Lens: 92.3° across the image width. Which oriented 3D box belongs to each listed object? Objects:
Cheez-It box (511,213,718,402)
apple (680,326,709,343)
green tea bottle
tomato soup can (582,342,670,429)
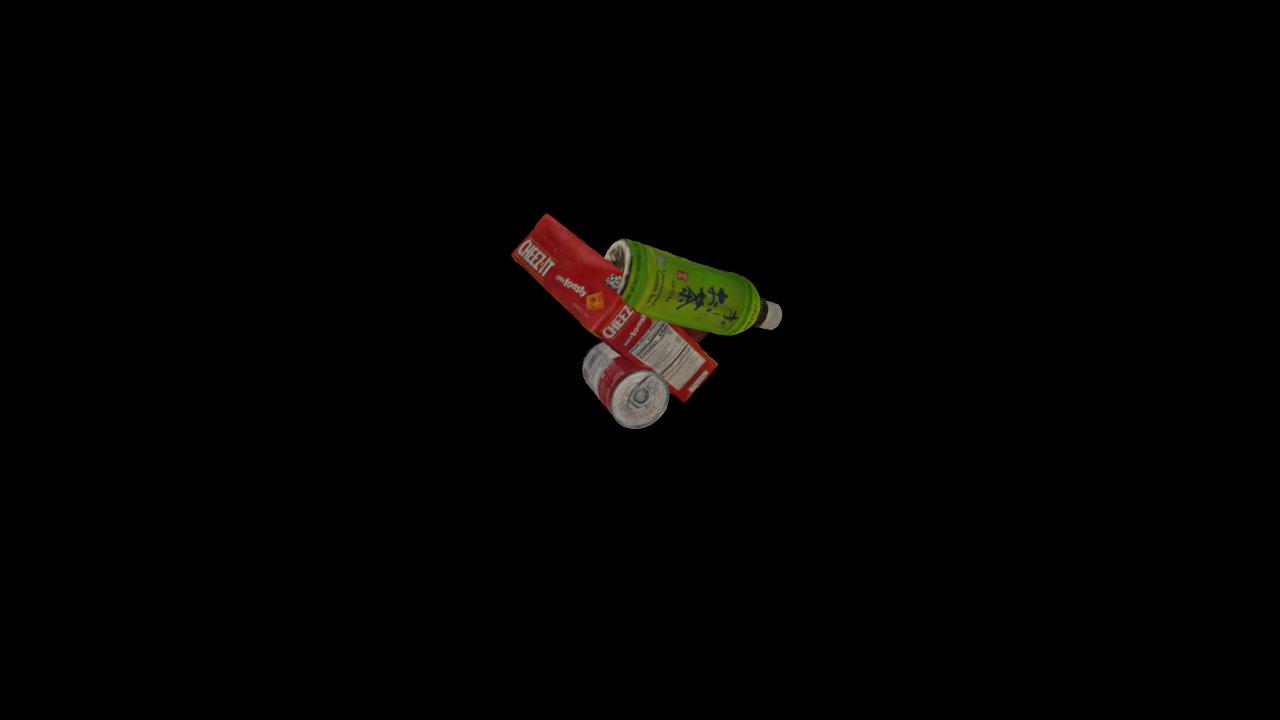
[{"bbox_3d":[-0.023,-0.053,0.705,0.166,0.071,0.223,41,1,36],"label":"Cheez-It box"},{"bbox_3d":[0.051,-0.053,0.743,0.079,0.079,0.093,0,-21,-2],"label":"apple"},{"bbox_3d":[0.061,-0.067,0.644,0.212,0.073,0.073,11,-6,-32],"label":"green tea bottle"},{"bbox_3d":[-0.019,0.025,0.683,0.068,0.068,0.101,0,20,-25],"label":"tomato soup can"}]
